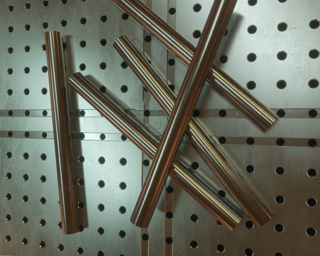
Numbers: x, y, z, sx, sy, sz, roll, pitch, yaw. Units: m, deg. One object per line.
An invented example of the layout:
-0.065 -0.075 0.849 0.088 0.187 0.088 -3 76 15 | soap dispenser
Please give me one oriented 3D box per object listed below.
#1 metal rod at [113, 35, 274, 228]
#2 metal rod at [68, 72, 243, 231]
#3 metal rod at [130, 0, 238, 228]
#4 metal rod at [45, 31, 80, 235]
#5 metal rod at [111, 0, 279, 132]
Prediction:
0.035 -0.005 0.400 0.025 0.025 0.300 -41 77 15 | metal rod
-0.016 0.022 0.418 0.300 0.025 0.025 41 103 15 | metal rod
0.027 -0.018 0.375 0.025 0.025 0.299 23 98 18 | metal rod
-0.147 0.005 0.465 0.025 0.025 0.298 -7 88 20 | metal rod
0.027 -0.105 0.403 0.300 0.025 0.025 44 104 14 | metal rod
